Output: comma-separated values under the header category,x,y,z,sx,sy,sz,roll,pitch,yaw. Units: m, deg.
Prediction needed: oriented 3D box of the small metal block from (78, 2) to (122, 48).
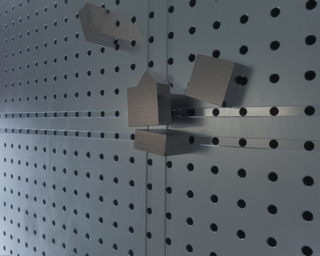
category,x,y,z,sx,sy,sz,roll,pitch,yaw
small metal block,-0.090,-0.154,0.469,0.025,0.050,0.050,-28,73,37

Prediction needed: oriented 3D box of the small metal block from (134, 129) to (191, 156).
category,x,y,z,sx,sy,sz,roll,pitch,yaw
small metal block,0.003,0.017,0.391,0.050,0.050,0.025,10,97,39

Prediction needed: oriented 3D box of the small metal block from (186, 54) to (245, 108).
category,x,y,z,sx,sy,sz,roll,pitch,yaw
small metal block,0.063,-0.055,0.358,0.050,0.025,0.050,24,105,37

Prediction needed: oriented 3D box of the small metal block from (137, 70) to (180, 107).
category,x,y,z,sx,sy,sz,roll,pitch,yaw
small metal block,-0.009,-0.041,0.418,0.050,0.025,0.050,48,119,29

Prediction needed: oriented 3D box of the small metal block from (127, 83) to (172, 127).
category,x,y,z,sx,sy,sz,roll,pitch,yaw
small metal block,-0.014,-0.027,0.389,0.050,0.025,0.050,-4,88,40
